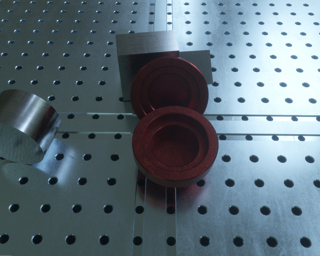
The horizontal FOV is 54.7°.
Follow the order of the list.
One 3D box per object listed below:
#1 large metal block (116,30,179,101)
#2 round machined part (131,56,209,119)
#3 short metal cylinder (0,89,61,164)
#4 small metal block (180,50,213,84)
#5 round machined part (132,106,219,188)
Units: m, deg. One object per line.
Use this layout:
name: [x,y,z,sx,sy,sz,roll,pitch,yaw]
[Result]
large metal block: [-0.018,-0.089,0.445,0.081,0.080,0.050,-6,49,-5]
round machined part: [0.012,-0.046,0.409,0.099,0.097,0.042,1,18,0]
short metal cylinder: [-0.168,0.000,0.371,0.080,0.080,0.050,8,51,7]
small metal block: [0.048,-0.087,0.461,0.050,0.025,0.050,-7,93,-13]
round machined part: [0.017,0.025,0.369,0.099,0.042,0.098,1,59,-1]
